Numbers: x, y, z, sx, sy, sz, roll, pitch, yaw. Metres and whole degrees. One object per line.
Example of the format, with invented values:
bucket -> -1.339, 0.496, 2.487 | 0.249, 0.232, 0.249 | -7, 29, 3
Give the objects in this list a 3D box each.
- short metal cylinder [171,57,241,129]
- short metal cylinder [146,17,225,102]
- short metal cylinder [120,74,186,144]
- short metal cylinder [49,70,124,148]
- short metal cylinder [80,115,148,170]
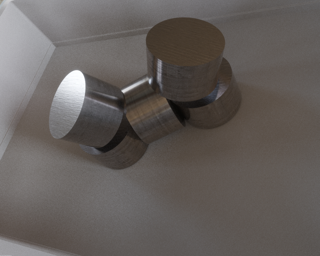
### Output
short metal cylinder -> 0.055, -0.046, 0.386 | 0.080, 0.050, 0.080 | -13, 56, 20
short metal cylinder -> 0.026, -0.075, 0.335 | 0.081, 0.050, 0.080 | 0, 53, 0
short metal cylinder -> -0.009, -0.027, 0.388 | 0.050, 0.080, 0.080 | -26, 53, 12
short metal cylinder -> -0.087, -0.021, 0.361 | 0.080, 0.050, 0.080 | -20, 61, 42
short metal cylinder -> -0.061, 0.009, 0.412 | 0.080, 0.050, 0.080 | -13, 56, 20
